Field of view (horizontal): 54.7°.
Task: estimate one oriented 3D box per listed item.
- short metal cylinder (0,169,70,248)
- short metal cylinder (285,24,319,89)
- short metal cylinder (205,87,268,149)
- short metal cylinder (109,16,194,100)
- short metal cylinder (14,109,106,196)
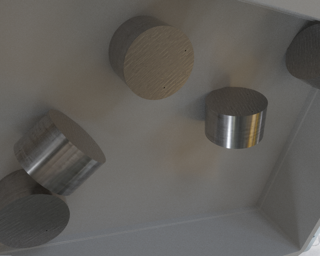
[{"bbox_3d":[-0.153,0.094,0.368,0.081,0.050,0.079,-14,125,-21],"label":"short metal cylinder"},{"bbox_3d":[0.229,-0.100,0.439,0.050,0.080,0.080,15,110,-35],"label":"short metal cylinder"},{"bbox_3d":[0.102,-0.016,0.421,0.081,0.080,0.050,-17,126,-19],"label":"short metal cylinder"},{"bbox_3d":[-0.010,-0.077,0.340,0.081,0.050,0.079,-14,125,-21],"label":"short metal cylinder"},{"bbox_3d":[-0.105,0.026,0.332,0.050,0.080,0.080,-44,130,2],"label":"short metal cylinder"}]
